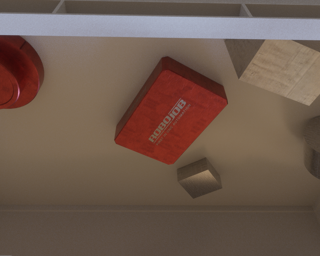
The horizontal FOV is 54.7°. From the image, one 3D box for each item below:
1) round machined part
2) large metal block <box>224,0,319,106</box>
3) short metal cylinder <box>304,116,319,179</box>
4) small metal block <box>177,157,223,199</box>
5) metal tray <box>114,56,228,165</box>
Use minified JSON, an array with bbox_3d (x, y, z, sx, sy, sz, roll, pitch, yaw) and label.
[{"bbox_3d":[-0.185,-0.059,0.345,0.099,0.042,0.097,-1,130,0],"label":"round machined part"},{"bbox_3d":[0.119,-0.076,0.310,0.081,0.080,0.050,17,128,-15],"label":"large metal block"},{"bbox_3d":[0.229,0.025,0.398,0.080,0.080,0.050,-13,129,10],"label":"short metal cylinder"},{"bbox_3d":[0.061,0.078,0.477,0.050,0.025,0.050,-25,126,19],"label":"small metal block"},{"bbox_3d":[0.010,-0.015,0.393,0.090,0.030,0.129,24,126,-20],"label":"metal tray"}]
